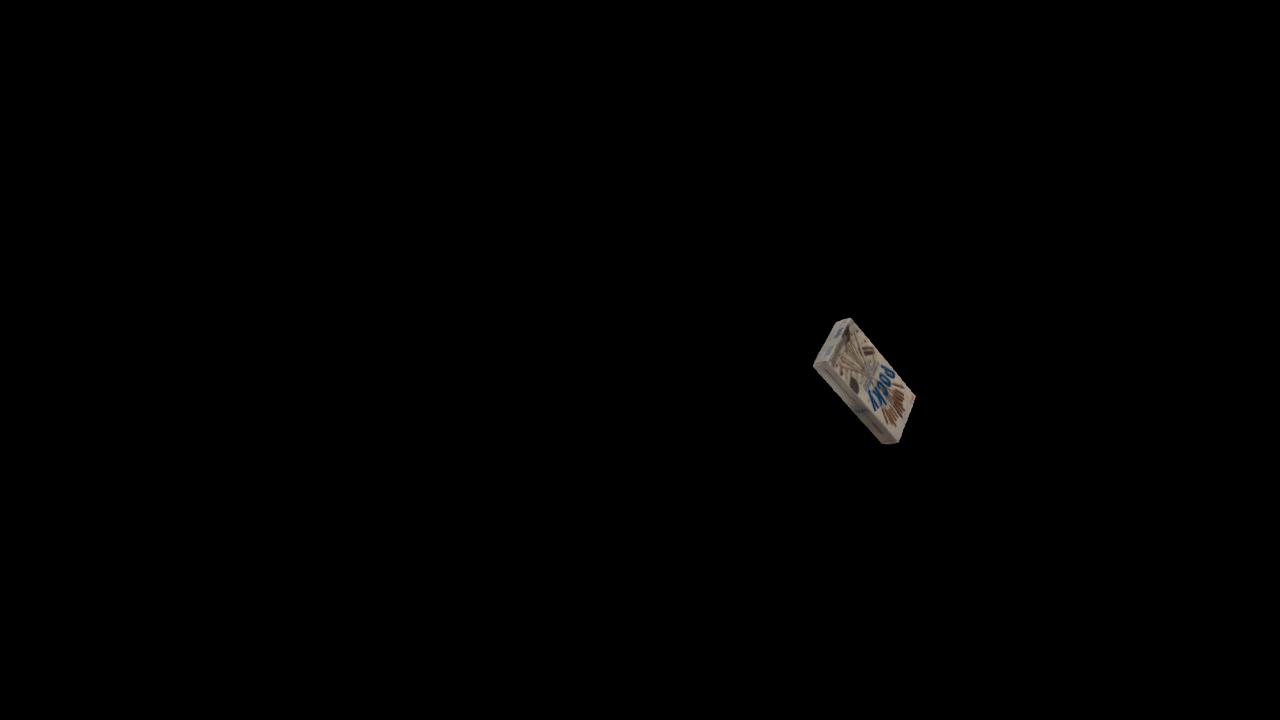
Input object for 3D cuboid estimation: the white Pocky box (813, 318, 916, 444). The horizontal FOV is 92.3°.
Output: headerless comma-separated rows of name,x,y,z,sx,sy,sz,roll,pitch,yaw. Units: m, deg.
white Pocky box,0.290,0.028,0.788,0.154,0.084,0.028,45,-31,-16
